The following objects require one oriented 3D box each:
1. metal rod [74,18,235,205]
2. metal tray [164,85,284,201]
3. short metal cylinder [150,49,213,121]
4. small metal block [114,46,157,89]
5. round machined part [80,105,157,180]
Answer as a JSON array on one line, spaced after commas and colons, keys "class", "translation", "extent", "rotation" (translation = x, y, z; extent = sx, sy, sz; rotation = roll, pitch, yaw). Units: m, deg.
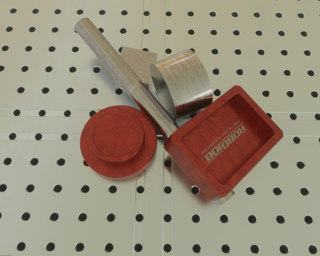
[{"class": "metal rod", "translation": [-0.011, -0.027, 0.404], "extent": [0.025, 0.025, 0.300], "rotation": [-38, 83, -13]}, {"class": "metal tray", "translation": [0.081, 0.014, 0.382], "extent": [0.131, 0.030, 0.090], "rotation": [-37, 81, -28]}, {"class": "short metal cylinder", "translation": [0.027, -0.055, 0.403], "extent": [0.050, 0.080, 0.080], "rotation": [-24, 72, -9]}, {"class": "small metal block", "translation": [-0.034, -0.084, 0.442], "extent": [0.050, 0.025, 0.050], "rotation": [13, 70, 4]}, {"class": "round machined part", "translation": [-0.053, 0.015, 0.396], "extent": [0.099, 0.042, 0.098], "rotation": [0, 70, -1]}]
